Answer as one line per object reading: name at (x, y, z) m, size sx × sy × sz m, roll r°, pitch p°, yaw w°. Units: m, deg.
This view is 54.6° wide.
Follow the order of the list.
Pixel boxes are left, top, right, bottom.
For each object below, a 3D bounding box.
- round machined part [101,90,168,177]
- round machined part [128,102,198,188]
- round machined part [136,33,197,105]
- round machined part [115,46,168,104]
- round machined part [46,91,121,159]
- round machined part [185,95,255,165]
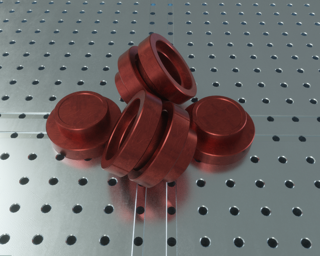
round machined part at (-0.023, 0.010, 0.346) m, size 0.042 × 0.098 × 0.098 m, roll 28°, pitch 48°, yaw -18°
round machined part at (0.006, 0.023, 0.353) m, size 0.042 × 0.098 × 0.098 m, roll 29°, pitch 48°, yaw -18°
round machined part at (0.003, -0.073, 0.413) m, size 0.042 × 0.098 × 0.098 m, roll -32°, pitch 45°, yaw 26°
round machined part at (-0.023, -0.059, 0.425) m, size 0.042 × 0.098 × 0.098 m, roll -32°, pitch 45°, yaw 26°
round machined part at (-0.099, -0.011, 0.405) m, size 0.099 × 0.042 × 0.098 m, roll 0°, pitch 50°, yaw 0°
round machined part at (0.074, -0.004, 0.401) m, size 0.099 × 0.042 × 0.098 m, roll 0°, pitch 50°, yaw 0°
